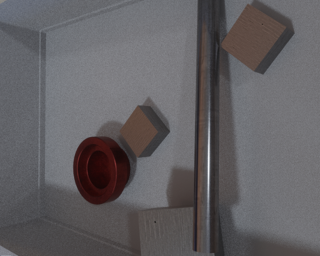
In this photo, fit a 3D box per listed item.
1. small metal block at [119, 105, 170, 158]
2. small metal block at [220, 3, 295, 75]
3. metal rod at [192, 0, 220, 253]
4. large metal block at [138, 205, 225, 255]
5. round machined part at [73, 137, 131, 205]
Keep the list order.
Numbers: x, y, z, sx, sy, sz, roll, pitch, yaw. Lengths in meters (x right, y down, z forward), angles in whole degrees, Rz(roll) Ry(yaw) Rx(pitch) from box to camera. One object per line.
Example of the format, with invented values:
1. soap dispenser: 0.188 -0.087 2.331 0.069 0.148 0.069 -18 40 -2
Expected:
1. small metal block: -0.022 0.005 0.423 0.050 0.025 0.050 -52 60 27
2. small metal block: 0.100 -0.092 0.323 0.050 0.025 0.050 47 118 29
3. metal rod: 0.050 -0.028 0.329 0.025 0.025 0.299 -7 75 39
4. large metal block: 0.025 0.129 0.347 0.080 0.050 0.080 -10 77 19
5. round machined part: -0.082 0.061 0.461 0.098 0.042 0.097 0 90 39
